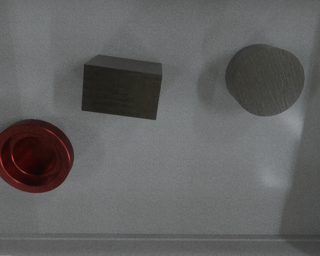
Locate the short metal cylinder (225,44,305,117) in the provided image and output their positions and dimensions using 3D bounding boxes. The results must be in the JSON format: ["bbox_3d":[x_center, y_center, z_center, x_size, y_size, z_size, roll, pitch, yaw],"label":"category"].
[{"bbox_3d":[0.125,-0.060,0.378,0.081,0.050,0.079,0,110,-1],"label":"short metal cylinder"}]

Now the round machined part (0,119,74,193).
[{"bbox_3d":[-0.164,0.034,0.412,0.099,0.042,0.097,0,110,-1],"label":"round machined part"}]

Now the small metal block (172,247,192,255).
[{"bbox_3d":[0.044,0.226,0.484,0.025,0.050,0.050,-36,107,12],"label":"small metal block"}]

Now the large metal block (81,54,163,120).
[{"bbox_3d":[-0.041,-0.050,0.363,0.081,0.080,0.050,7,110,-3],"label":"large metal block"}]
